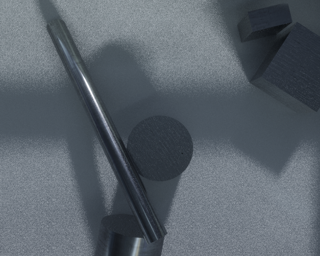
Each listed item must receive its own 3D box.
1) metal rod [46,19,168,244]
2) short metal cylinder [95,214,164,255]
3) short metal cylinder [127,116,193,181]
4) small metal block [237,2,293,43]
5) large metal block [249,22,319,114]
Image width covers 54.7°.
[{"bbox_3d":[-0.070,-0.007,0.375,0.025,0.025,0.299,-28,76,0],"label":"metal rod"},{"bbox_3d":[-0.037,0.145,0.384,0.080,0.080,0.050,11,90,-1],"label":"short metal cylinder"},{"bbox_3d":[0.000,0.025,0.399,0.081,0.050,0.079,0,90,-1],"label":"short metal cylinder"},{"bbox_3d":[0.134,-0.135,0.401,0.050,0.050,0.025,-14,90,0],"label":"small metal block"},{"bbox_3d":[0.179,-0.074,0.401,0.080,0.050,0.080,33,90,-1],"label":"large metal block"}]
